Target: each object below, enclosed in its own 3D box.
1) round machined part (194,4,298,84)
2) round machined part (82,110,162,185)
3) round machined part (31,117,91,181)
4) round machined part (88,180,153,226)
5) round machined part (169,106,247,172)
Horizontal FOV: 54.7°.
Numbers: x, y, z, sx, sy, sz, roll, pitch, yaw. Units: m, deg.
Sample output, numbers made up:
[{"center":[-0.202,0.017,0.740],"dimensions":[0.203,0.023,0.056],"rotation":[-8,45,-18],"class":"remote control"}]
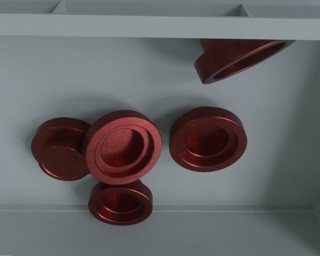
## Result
[{"center":[0.078,-0.083,0.305],"dimensions":[0.098,0.098,0.042],"rotation":[-25,86,19],"class":"round machined part"},{"center":[-0.051,0.021,0.399],"dimensions":[0.099,0.042,0.097],"rotation":[-11,120,-20],"class":"round machined part"},{"center":[-0.127,0.036,0.427],"dimensions":[0.099,0.042,0.097],"rotation":[-1,130,0],"class":"round machined part"},{"center":[-0.061,0.110,0.491],"dimensions":[0.099,0.042,0.097],"rotation":[-1,130,0],"class":"round machined part"},{"center":[0.061,0.010,0.408],"dimensions":[0.099,0.042,0.097],"rotation":[-1,130,0],"class":"round machined part"}]
